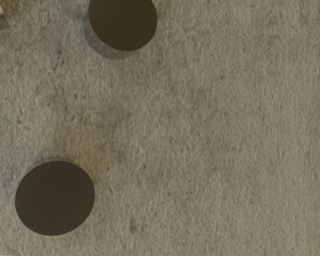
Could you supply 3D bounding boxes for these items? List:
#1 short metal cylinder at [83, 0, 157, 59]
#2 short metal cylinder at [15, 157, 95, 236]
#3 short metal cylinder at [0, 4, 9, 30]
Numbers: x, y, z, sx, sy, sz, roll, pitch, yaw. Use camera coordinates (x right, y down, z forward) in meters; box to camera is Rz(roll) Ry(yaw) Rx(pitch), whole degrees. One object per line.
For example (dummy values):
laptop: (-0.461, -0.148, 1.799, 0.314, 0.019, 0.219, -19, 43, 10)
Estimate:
short metal cylinder: (-0.050, -0.128, 0.378, 0.081, 0.050, 0.079, 0, 90, -21)
short metal cylinder: (-0.119, 0.074, 0.352, 0.081, 0.050, 0.079, 0, 90, -21)
short metal cylinder: (-0.193, -0.133, 0.308, 0.050, 0.080, 0.080, -24, 99, -19)
